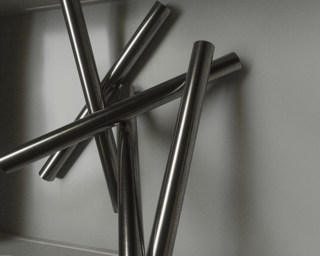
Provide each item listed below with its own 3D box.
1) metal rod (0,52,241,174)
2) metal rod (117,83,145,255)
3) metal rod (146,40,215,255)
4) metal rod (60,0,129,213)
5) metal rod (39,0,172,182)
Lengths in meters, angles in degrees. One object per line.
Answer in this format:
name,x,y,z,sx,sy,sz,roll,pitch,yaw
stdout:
metal rod,-0.044,-0.020,0.370,0.301,0.025,0.025,-24,82,-4
metal rod,-0.033,0.064,0.338,0.025,0.025,0.300,-22,50,18
metal rod,0.018,0.047,0.322,0.025,0.025,0.299,8,75,19
metal rod,-0.085,-0.032,0.413,0.025,0.025,0.298,-11,96,19
metal rod,-0.083,-0.044,0.438,0.025,0.025,0.299,41,102,15
